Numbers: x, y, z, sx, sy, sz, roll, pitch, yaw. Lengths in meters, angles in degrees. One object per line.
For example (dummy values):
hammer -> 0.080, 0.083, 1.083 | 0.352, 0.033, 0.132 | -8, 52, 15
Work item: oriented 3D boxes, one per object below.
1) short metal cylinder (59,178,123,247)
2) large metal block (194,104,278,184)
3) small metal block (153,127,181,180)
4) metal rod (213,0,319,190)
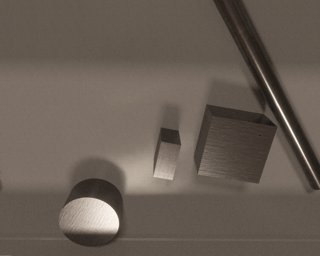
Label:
short metal cylinder -> -0.096, 0.119, 0.441 | 0.081, 0.050, 0.079 | 0, 110, -1
large metal block -> 0.095, 0.020, 0.407 | 0.081, 0.050, 0.079 | 9, 110, -4
small metal block -> 0.009, 0.033, 0.410 | 0.025, 0.050, 0.050 | 11, 110, -4
metal rod -> 0.149, -0.039, 0.399 | 0.025, 0.025, 0.299 | -31, 108, 10
